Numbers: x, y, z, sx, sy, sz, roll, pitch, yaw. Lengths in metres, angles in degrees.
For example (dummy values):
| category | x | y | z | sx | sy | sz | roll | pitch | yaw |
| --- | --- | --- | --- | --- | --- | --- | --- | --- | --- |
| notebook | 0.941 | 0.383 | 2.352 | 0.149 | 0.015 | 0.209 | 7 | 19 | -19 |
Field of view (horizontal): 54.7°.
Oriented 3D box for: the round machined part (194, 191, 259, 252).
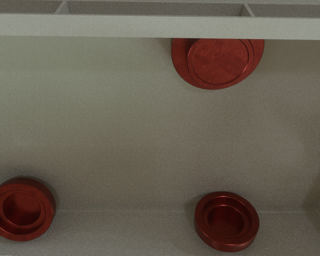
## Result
| category | x | y | z | sx | sy | sz | roll | pitch | yaw |
| --- | --- | --- | --- | --- | --- | --- | --- | --- | --- |
| round machined part | 0.103 | 0.152 | 0.491 | 0.099 | 0.098 | 0.042 | 1 | 129 | -1 |

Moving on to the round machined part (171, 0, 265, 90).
| category | x | y | z | sx | sy | sz | roll | pitch | yaw |
| --- | --- | --- | --- | --- | --- | --- | --- | --- | --- |
| round machined part | 0.061 | -0.081 | 0.329 | 0.099 | 0.042 | 0.097 | 0 | 130 | 0 |

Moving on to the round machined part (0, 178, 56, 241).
| category | x | y | z | sx | sy | sz | roll | pitch | yaw |
| --- | --- | --- | --- | --- | --- | --- | --- | --- | --- |
| round machined part | -0.212 | 0.122 | 0.484 | 0.099 | 0.042 | 0.097 | -1 | 104 | -4 |
